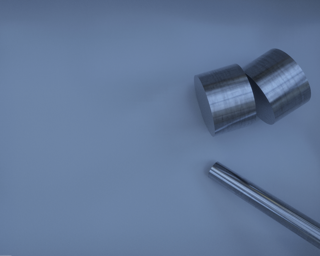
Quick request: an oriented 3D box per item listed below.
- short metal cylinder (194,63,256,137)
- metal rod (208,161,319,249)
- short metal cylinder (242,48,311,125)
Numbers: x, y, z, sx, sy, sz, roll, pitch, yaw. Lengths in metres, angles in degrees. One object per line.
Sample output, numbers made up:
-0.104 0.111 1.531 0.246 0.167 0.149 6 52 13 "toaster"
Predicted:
0.079 -0.034 0.385 0.050 0.080 0.080 -17 90 0 "short metal cylinder"
0.186 0.126 0.347 0.300 0.025 0.025 32 90 27 "metal rod"
0.138 -0.051 0.386 0.050 0.080 0.080 -33 90 0 "short metal cylinder"
